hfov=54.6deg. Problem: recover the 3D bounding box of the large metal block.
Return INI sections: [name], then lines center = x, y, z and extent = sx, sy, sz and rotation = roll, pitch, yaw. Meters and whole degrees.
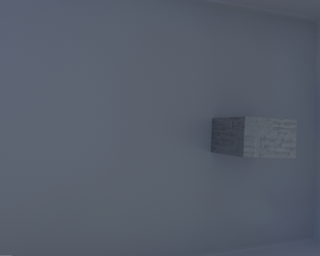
[large metal block]
center = 0.126, 0.012, 0.427
extent = 0.081, 0.080, 0.050
rotation = 3, 89, -20
